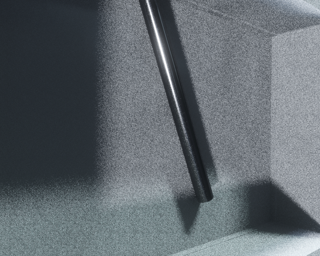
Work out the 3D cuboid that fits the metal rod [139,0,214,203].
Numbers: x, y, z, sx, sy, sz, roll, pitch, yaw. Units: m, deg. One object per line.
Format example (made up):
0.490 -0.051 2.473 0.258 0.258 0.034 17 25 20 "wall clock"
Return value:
0.025 -0.034 0.426 0.025 0.025 0.299 -27 107 -37 "metal rod"
